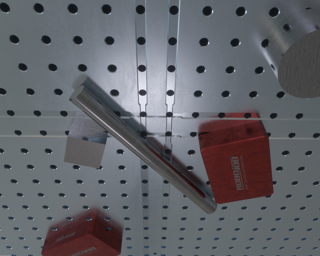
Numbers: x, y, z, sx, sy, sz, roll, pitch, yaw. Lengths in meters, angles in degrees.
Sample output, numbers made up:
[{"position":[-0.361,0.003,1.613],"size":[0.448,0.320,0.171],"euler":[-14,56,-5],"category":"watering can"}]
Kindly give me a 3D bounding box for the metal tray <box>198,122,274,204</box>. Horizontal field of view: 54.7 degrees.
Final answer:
[{"position":[0.115,0.057,0.458],"size":[0.090,0.030,0.129],"euler":[-13,129,10],"category":"metal tray"}]

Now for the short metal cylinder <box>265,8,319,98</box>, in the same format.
[{"position":[0.159,-0.079,0.330],"size":[0.081,0.050,0.079],"euler":[0,130,0],"category":"short metal cylinder"}]

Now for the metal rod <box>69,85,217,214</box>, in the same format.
[{"position":[-0.007,0.046,0.450],"size":[0.025,0.025,0.300],"euler":[-32,124,24],"category":"metal rod"}]

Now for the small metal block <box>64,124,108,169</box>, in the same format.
[{"position":[-0.104,0.027,0.434],"size":[0.050,0.025,0.050],"euler":[13,129,-11],"category":"small metal block"}]

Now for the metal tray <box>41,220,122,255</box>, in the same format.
[{"position":[-0.152,0.232,0.605],"size":[0.130,0.030,0.090],"euler":[-27,125,21],"category":"metal tray"}]
